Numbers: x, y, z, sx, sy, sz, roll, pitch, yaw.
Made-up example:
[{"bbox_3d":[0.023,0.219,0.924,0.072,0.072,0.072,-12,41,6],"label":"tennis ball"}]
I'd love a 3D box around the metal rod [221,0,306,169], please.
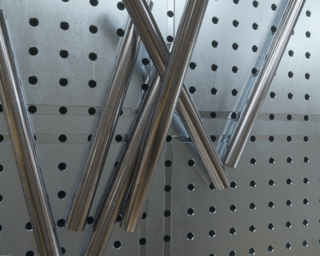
[{"bbox_3d":[0.160,-0.080,0.470,0.025,0.025,0.299,28,81,-18],"label":"metal rod"}]

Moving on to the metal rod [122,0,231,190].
[{"bbox_3d":[0.024,-0.044,0.397,0.025,0.025,0.299,-34,110,-17],"label":"metal rod"}]

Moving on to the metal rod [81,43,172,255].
[{"bbox_3d":[-0.035,0.030,0.399,0.025,0.025,0.299,24,82,-19],"label":"metal rod"}]

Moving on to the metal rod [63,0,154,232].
[{"bbox_3d":[-0.062,-0.022,0.389,0.025,0.025,0.299,18,84,-19],"label":"metal rod"}]

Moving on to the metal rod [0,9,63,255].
[{"bbox_3d":[-0.156,0.018,0.355,0.025,0.025,0.298,-13,95,-20],"label":"metal rod"}]

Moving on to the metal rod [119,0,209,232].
[{"bbox_3d":[0.003,-0.014,0.372,0.025,0.025,0.298,13,101,-20],"label":"metal rod"}]
